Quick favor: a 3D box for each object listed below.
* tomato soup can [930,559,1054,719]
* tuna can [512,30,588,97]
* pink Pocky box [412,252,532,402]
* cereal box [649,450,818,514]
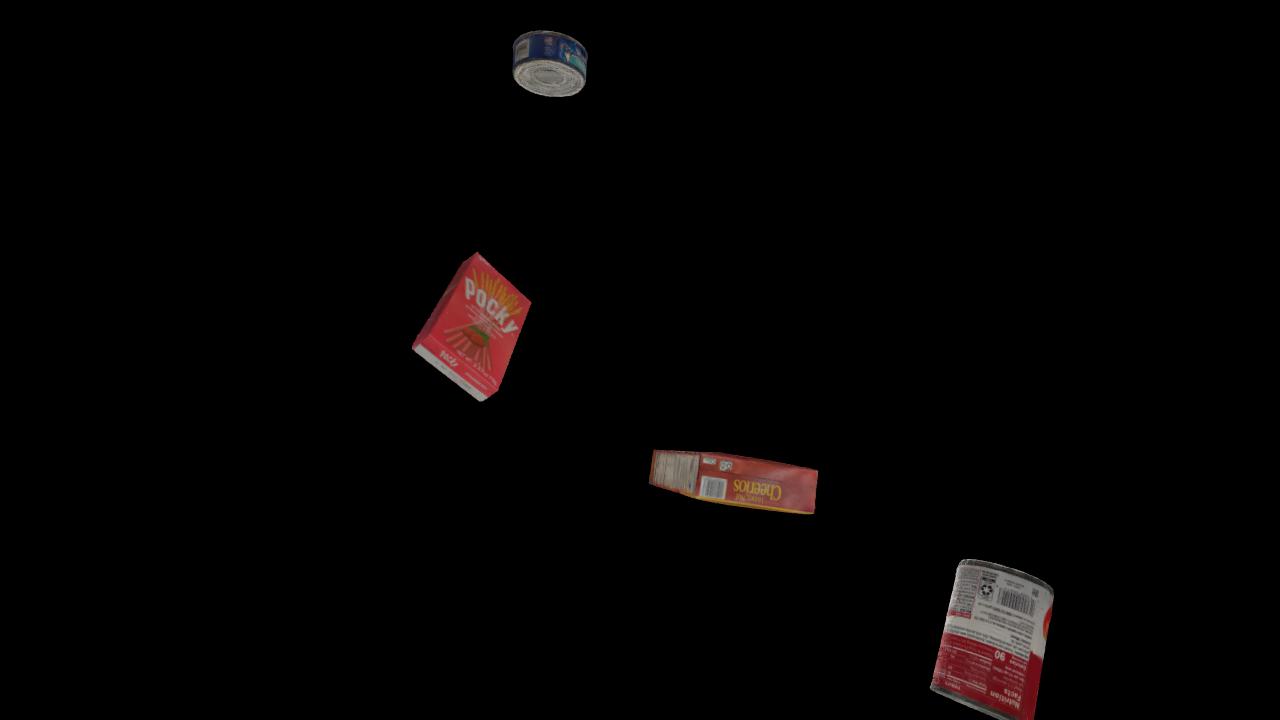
[{"bbox_3d":[0.266,0.212,0.466,0.068,0.101,0.068,21,-19,8],"label":"tomato soup can"},{"bbox_3d":[-0.102,-0.332,0.696,0.084,0.034,0.084,2,-4,0],"label":"tuna can"},{"bbox_3d":[-0.162,-0.038,0.619,0.029,0.084,0.155,-31,29,26],"label":"pink Pocky box"},{"bbox_3d":[0.149,0.209,1.088,0.203,0.081,0.306,10,-10,-12],"label":"cereal box"}]
